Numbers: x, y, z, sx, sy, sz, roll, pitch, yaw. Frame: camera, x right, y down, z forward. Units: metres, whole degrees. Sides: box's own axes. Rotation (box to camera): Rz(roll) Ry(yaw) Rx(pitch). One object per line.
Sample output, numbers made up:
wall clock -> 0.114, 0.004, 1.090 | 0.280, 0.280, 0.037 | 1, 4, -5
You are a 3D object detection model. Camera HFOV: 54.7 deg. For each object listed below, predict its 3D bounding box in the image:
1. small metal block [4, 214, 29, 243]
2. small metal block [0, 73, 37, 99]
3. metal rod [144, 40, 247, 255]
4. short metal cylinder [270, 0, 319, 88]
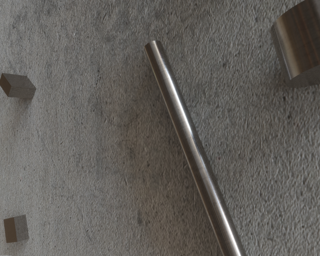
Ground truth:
small metal block -> -0.305, 0.214, 0.657 | 0.050, 0.025, 0.050 | -21, 77, 38
small metal block -> -0.288, -0.085, 0.626 | 0.050, 0.050, 0.025 | 44, 117, 31
metal rod -> 0.040, 0.026, 0.372 | 0.025, 0.025, 0.299 | -32, 71, 35
short metal cylinder -> 0.139, -0.071, 0.255 | 0.080, 0.081, 0.050 | -21, 77, 38
